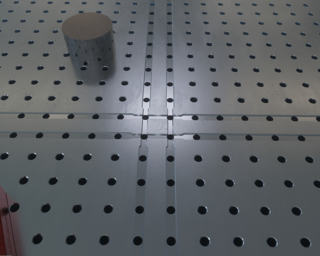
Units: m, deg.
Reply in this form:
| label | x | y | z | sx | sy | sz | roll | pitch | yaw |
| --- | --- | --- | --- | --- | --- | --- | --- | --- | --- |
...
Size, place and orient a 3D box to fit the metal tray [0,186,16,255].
| label | x | y | z | sx | sy | sz | roll | pitch | yaw |
| --- | --- | --- | --- | --- | --- | --- | --- | --- | --- |
| metal tray | -0.195 | 0.121 | 0.301 | 0.091 | 0.030 | 0.130 | -20 | 53 | -16 |

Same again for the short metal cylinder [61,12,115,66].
| label | x | y | z | sx | sy | sz | roll | pitch | yaw |
| --- | --- | --- | --- | --- | --- | --- | --- | --- | --- |
| short metal cylinder | -0.117 | -0.149 | 0.516 | 0.080 | 0.050 | 0.080 | 0 | 50 | 0 |
